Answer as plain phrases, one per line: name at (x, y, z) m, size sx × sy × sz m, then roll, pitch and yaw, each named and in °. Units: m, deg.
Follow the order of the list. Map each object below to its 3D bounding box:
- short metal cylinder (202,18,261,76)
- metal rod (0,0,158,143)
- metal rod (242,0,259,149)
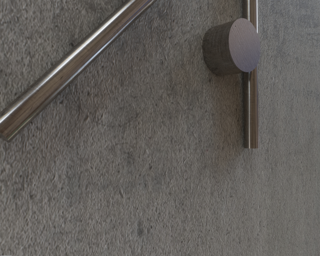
short metal cylinder at (0.112, -0.124, 0.482) m, size 0.081 × 0.050 × 0.079 m, roll 0°, pitch 90°, yaw -40°
metal rod at (-0.066, -0.102, 0.349) m, size 0.025 × 0.025 × 0.301 m, roll 52°, pitch 59°, yaw -27°
metal rod at (0.157, -0.114, 0.535) m, size 0.025 × 0.025 × 0.298 m, roll -2°, pitch 91°, yaw -40°
